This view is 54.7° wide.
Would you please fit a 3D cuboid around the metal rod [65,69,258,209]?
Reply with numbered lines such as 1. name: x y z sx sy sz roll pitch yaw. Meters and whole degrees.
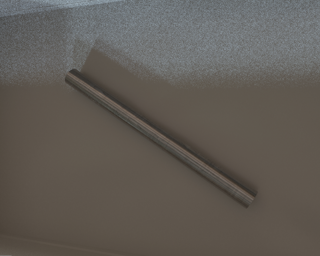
1. metal rod: -0.010 0.005 0.411 0.300 0.025 0.025 34 101 16
